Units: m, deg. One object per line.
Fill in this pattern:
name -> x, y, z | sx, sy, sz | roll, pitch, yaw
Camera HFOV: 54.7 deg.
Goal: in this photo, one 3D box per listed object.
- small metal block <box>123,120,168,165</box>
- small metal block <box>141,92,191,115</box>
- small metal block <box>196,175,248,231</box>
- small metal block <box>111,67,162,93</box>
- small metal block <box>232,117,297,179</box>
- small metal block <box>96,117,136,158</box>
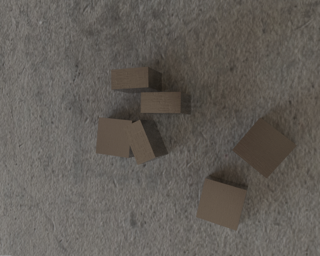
small metal block -> -0.017, 0.017, 0.401 | 0.025, 0.050, 0.050 | -25, 82, 18
small metal block -> 0.009, -0.030, 0.392 | 0.050, 0.050, 0.025 | 1, 91, 19
small metal block -> 0.077, 0.091, 0.382 | 0.050, 0.025, 0.050 | 14, 95, 19
small metal block -> -0.029, -0.061, 0.405 | 0.050, 0.050, 0.025 | -1, 90, 19
small metal block -> 0.123, 0.023, 0.366 | 0.050, 0.025, 0.050 | 41, 103, 15
small metal block -> -0.058, 0.012, 0.428 | 0.050, 0.025, 0.050 | 6, 92, 19
